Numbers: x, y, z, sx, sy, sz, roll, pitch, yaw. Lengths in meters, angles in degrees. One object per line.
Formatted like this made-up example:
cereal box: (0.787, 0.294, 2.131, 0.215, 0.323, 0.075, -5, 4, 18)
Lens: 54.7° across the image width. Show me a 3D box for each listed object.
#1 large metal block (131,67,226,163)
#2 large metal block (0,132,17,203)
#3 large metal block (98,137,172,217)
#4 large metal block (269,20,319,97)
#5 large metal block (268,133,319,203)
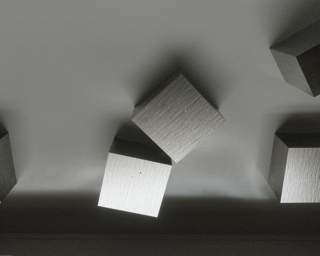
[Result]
large metal block: (0.022, -0.017, 0.392, 0.080, 0.050, 0.080, -41, 105, 13)
large metal block: (-0.248, 0.052, 0.413, 0.081, 0.050, 0.079, 1, 110, -1)
large metal block: (-0.034, 0.066, 0.422, 0.081, 0.050, 0.079, 13, 110, -5)
large metal block: (0.185, -0.086, 0.353, 0.080, 0.080, 0.050, -30, 108, 10)
large metal block: (0.200, 0.053, 0.420, 0.081, 0.050, 0.079, 0, 110, -1)
